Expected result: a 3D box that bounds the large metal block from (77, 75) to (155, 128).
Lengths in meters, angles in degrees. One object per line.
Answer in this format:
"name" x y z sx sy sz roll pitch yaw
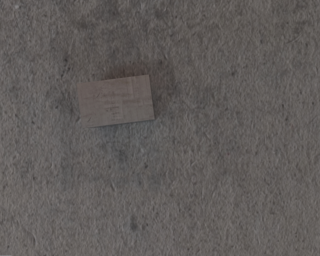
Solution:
"large metal block" -0.049 -0.030 0.382 0.080 0.080 0.050 -7 90 0
